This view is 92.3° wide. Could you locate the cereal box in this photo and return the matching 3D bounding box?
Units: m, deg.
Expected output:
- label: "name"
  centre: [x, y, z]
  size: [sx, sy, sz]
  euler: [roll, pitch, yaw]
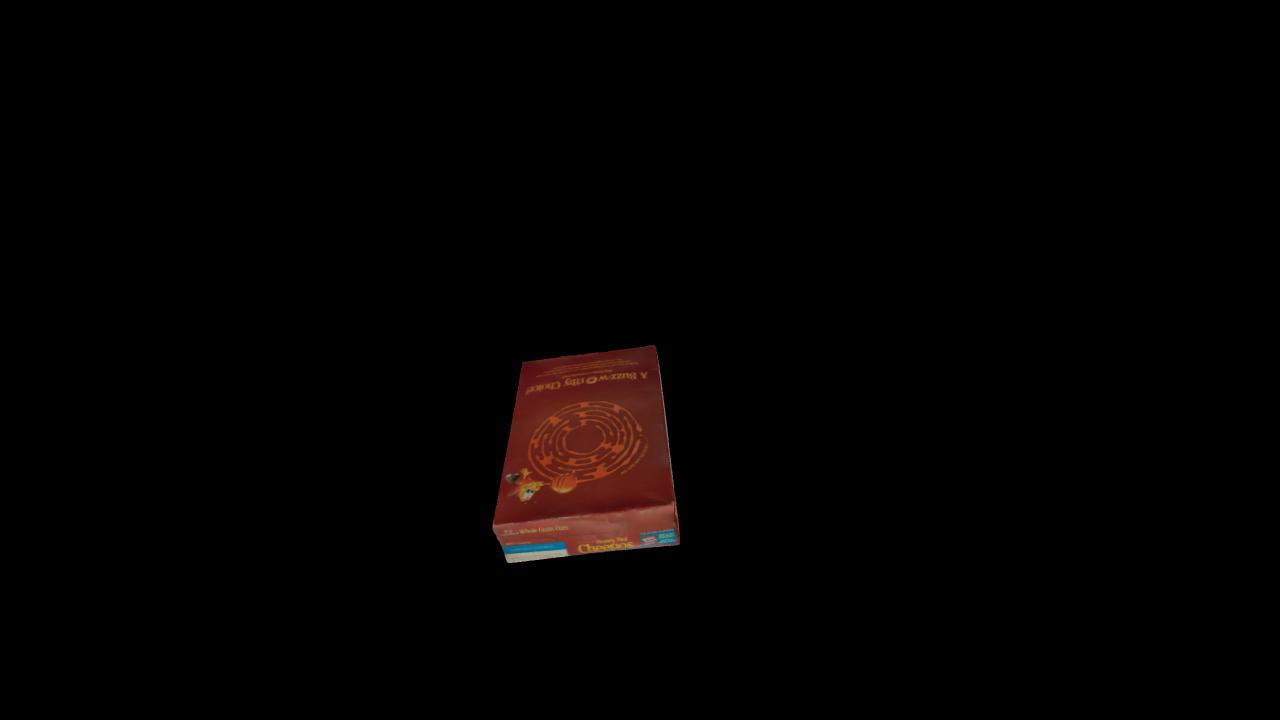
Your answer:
- label: "cereal box"
  centre: [-0.064, 0.107, 0.795]
  size: [0.203, 0.081, 0.306]
  euler: [-8, 37, 2]
